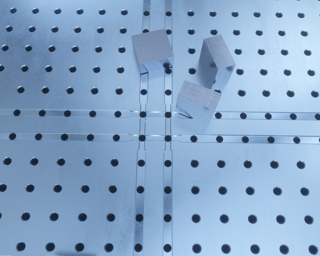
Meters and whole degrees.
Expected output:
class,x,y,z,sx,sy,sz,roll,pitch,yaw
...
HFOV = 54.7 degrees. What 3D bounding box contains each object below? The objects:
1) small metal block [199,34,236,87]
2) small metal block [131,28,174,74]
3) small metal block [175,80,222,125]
class,x,y,z,sx,sy,sz,roll,pitch,yaw
small metal block,0.079,-0.093,0.433,0.025,0.050,0.050,-18,71,-7
small metal block,-0.011,-0.113,0.453,0.050,0.025,0.050,-14,71,-6
small metal block,0.050,-0.033,0.411,0.050,0.050,0.025,22,72,7
